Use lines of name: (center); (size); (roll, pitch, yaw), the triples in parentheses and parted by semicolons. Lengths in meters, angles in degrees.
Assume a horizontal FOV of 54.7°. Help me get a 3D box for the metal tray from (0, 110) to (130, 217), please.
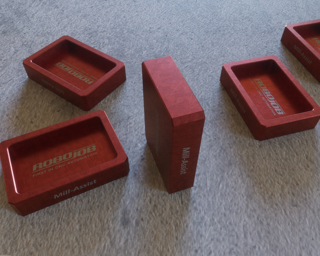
metal tray: (-0.113, 0.036, 0.367); (0.131, 0.030, 0.090); (-20, 53, -17)

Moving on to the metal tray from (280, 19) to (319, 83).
metal tray: (0.275, -0.130, 0.512); (0.091, 0.030, 0.130); (-13, 51, -11)

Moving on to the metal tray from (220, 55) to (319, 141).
metal tray: (0.153, -0.048, 0.441); (0.091, 0.030, 0.130); (-12, 51, -11)

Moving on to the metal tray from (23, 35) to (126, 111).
metal tray: (-0.129, -0.088, 0.471); (0.130, 0.030, 0.090); (29, 56, 22)

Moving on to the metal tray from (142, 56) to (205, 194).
metal tray: (0.010, 0.001, 0.335); (0.030, 0.129, 0.090); (-15, 52, -12)
